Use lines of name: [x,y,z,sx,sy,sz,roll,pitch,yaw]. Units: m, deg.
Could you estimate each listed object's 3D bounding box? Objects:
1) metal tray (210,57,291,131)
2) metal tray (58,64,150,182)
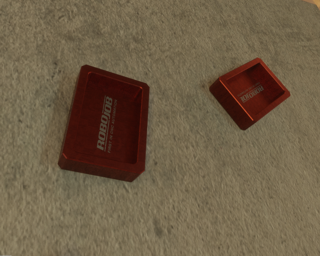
metal tray: [0.155,-0.061,0.523,0.131,0.030,0.090,-30,79,-38]
metal tray: [-0.062,-0.007,0.372,0.091,0.030,0.130,15,56,-20]
